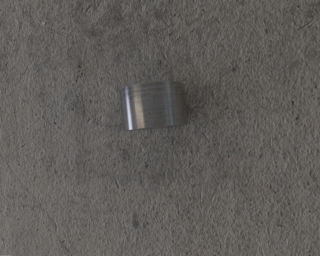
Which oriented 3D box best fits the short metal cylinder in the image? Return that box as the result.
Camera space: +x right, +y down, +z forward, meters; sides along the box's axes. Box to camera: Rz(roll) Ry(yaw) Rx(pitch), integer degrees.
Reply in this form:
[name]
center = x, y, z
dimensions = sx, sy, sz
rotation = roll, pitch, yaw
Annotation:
[short metal cylinder]
center = -0.008, -0.025, 0.383
dimensions = 0.080, 0.080, 0.050
rotation = -7, 88, 20
